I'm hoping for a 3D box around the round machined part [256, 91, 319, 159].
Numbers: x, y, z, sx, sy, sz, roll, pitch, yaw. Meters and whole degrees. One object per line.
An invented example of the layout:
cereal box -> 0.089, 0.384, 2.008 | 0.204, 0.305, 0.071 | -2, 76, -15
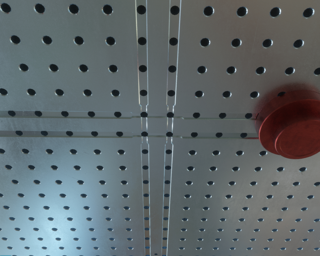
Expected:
round machined part -> 0.179, 0.003, 0.404 | 0.099, 0.042, 0.097 | 0, 130, 0
